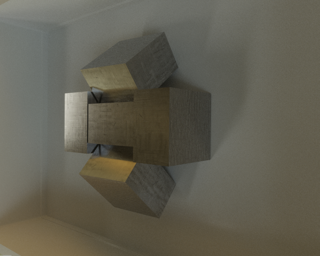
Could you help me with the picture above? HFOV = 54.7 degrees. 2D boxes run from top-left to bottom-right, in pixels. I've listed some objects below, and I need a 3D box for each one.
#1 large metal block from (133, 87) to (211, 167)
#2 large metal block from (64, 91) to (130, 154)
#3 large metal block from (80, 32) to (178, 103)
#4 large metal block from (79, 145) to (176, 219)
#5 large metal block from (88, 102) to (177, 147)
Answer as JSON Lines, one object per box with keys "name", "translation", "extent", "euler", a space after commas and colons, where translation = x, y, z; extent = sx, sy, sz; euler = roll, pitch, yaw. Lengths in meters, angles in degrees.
{"name": "large metal block", "translation": [0.016, -0.002, 0.357], "extent": [0.050, 0.081, 0.080], "euler": [1, 91, 40]}
{"name": "large metal block", "translation": [-0.086, -0.007, 0.441], "extent": [0.050, 0.081, 0.080], "euler": [1, 91, 40]}
{"name": "large metal block", "translation": [-0.037, -0.075, 0.392], "extent": [0.080, 0.080, 0.050], "euler": [2, 129, 40]}
{"name": "large metal block", "translation": [-0.040, 0.065, 0.393], "extent": [0.080, 0.080, 0.050], "euler": [1, 49, 39]}
{"name": "large metal block", "translation": [-0.034, -0.005, 0.398], "extent": [0.080, 0.081, 0.050], "euler": [1, 91, 40]}
